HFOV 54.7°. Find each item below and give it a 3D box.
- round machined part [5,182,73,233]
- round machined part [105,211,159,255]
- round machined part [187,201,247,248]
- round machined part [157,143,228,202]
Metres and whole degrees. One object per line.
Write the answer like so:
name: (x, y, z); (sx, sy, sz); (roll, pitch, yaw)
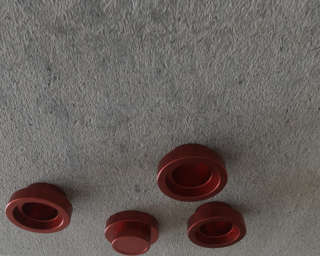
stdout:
round machined part: (-0.191, 0.126, 0.501); (0.099, 0.042, 0.097); (0, 130, 0)
round machined part: (-0.051, 0.196, 0.562); (0.099, 0.042, 0.097); (0, 130, 0)
round machined part: (0.096, 0.164, 0.537); (0.099, 0.042, 0.097); (0, 130, 0)
round machined part: (0.045, 0.060, 0.448); (0.099, 0.042, 0.097); (0, 130, 0)
